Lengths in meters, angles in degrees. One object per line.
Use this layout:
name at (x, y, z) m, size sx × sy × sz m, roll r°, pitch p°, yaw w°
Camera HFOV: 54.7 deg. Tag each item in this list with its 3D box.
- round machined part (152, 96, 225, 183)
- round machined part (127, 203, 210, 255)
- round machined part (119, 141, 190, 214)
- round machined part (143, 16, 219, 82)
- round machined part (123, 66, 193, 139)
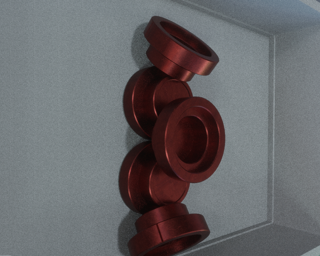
round machined part at (0.029, 0.013, 0.364) m, size 0.099 × 0.042 × 0.097 m, roll 0°, pitch 90°, yaw -40°
round machined part at (0.008, 0.126, 0.379) m, size 0.099 × 0.098 × 0.042 m, roll 8°, pitch 47°, yaw -40°
round machined part at (0.001, 0.065, 0.395) m, size 0.099 × 0.042 × 0.097 m, roll 0°, pitch 90°, yaw -40°
round machined part at (0.022, -0.095, 0.390) m, size 0.099 × 0.098 × 0.042 m, roll 9°, pitch 127°, yaw -40°
round machined part at (0.005, -0.032, 0.399) m, size 0.099 × 0.042 × 0.097 m, roll 0°, pitch 90°, yaw -40°
